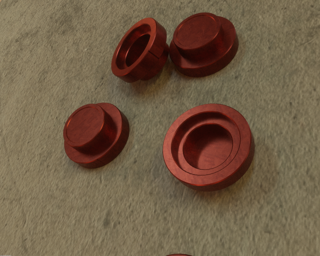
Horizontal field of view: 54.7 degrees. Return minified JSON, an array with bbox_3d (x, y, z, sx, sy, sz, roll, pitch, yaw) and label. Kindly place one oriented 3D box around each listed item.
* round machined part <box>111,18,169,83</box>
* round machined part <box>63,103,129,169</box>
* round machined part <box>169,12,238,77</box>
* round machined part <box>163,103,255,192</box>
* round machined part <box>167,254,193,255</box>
[{"bbox_3d":[-0.025,-0.109,0.459,0.098,0.042,0.098,-28,47,35],"label":"round machined part"},{"bbox_3d":[-0.096,0.005,0.439,0.098,0.042,0.098,-13,56,20],"label":"round machined part"},{"bbox_3d":[0.057,-0.124,0.438,0.098,0.042,0.098,-13,56,20],"label":"round machined part"},{"bbox_3d":[0.056,0.024,0.348,0.098,0.042,0.098,-13,56,20],"label":"round machined part"},{"bbox_3d":[0.023,0.168,0.277,0.098,0.042,0.098,-13,56,20],"label":"round machined part"}]
